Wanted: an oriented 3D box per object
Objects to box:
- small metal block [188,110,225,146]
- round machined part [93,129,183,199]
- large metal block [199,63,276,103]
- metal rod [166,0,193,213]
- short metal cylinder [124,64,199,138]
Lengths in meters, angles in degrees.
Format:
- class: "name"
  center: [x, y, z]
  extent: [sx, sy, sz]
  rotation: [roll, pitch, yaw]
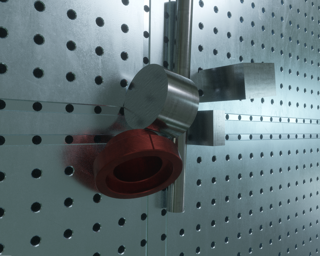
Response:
- class: "small metal block"
  center: [0.067, 0.000, 0.451]
  extent: [0.025, 0.050, 0.050]
  rotation: [-1, 91, -40]
- class: "round machined part"
  center: [-0.027, 0.038, 0.354]
  extent: [0.099, 0.098, 0.042]
  rotation: [21, 38, -39]
- class: "large metal block"
  center: [0.119, -0.069, 0.476]
  extent: [0.081, 0.080, 0.050]
  rotation: [-10, 97, -40]
- class: "metal rod"
  center: [0.028, -0.034, 0.434]
  extent: [0.025, 0.025, 0.298]
  rotation: [4, 87, -40]
- class: "short metal cylinder"
  center: [0.001, -0.031, 0.376]
  extent: [0.050, 0.080, 0.080]
  rotation: [17, 79, -39]
